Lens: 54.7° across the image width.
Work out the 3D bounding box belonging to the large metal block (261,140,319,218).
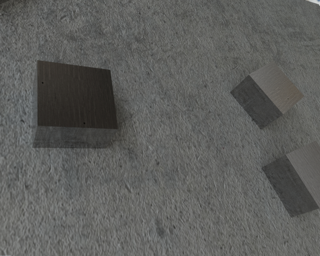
[{"bbox_3d":[0.212,0.074,0.457,0.081,0.050,0.080,-16,70,-34],"label":"large metal block"}]

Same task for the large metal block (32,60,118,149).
[{"bbox_3d":[-0.098,-0.024,0.349,0.081,0.050,0.080,3,61,-27],"label":"large metal block"}]

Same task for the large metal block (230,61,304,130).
[{"bbox_3d":[0.179,-0.056,0.518,0.081,0.050,0.080,-31,79,-38],"label":"large metal block"}]

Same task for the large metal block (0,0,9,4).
[{"bbox_3d":[-0.230,-0.199,0.385,0.080,0.050,0.080,39,51,-2],"label":"large metal block"}]
